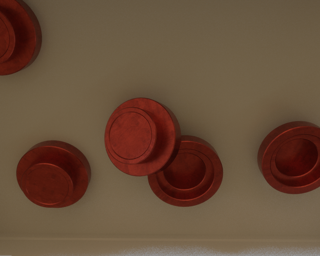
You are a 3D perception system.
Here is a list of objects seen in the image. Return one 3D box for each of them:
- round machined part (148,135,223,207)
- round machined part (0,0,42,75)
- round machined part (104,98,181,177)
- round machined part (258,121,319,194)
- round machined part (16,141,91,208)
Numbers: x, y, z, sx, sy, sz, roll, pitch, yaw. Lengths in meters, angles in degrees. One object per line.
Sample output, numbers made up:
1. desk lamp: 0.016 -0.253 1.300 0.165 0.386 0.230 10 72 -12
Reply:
1. round machined part: 0.033 0.055 0.422 0.099 0.042 0.097 0 110 0
2. round machined part: -0.194 -0.109 0.360 0.099 0.042 0.097 0 110 0
3. round machined part: -0.027 0.010 0.381 0.098 0.042 0.097 -2 84 23
4. round machined part: 0.180 0.036 0.417 0.099 0.042 0.097 0 110 0
5. round machined part: -0.149 0.070 0.427 0.099 0.042 0.097 0 110 0
